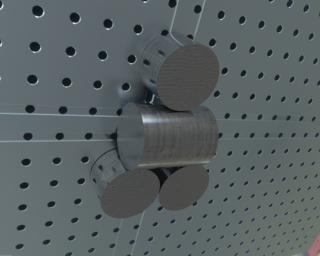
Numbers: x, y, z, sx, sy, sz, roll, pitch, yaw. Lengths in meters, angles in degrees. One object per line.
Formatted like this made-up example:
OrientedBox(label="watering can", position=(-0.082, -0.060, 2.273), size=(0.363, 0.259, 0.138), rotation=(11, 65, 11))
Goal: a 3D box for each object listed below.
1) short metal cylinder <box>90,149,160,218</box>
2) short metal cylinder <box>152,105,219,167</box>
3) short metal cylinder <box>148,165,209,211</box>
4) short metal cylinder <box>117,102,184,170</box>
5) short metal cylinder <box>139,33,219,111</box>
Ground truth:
OrientedBox(label="short metal cylinder", position=(-0.047, 0.073, 0.415), size=(0.081, 0.050, 0.079), rotation=(-14, 125, -21))
OrientedBox(label="short metal cylinder", position=(0.030, 0.009, 0.400), size=(0.050, 0.080, 0.079), rotation=(0, 118, -29))
OrientedBox(label="short metal cylinder", position=(0.024, 0.073, 0.454), size=(0.081, 0.050, 0.079), rotation=(-14, 125, -21))
OrientedBox(label="short metal cylinder", position=(-0.014, 0.010, 0.376), size=(0.050, 0.080, 0.079), rotation=(0, 118, -29))
OrientedBox(label="short metal cylinder", position=(0.022, -0.067, 0.367), size=(0.081, 0.050, 0.079), rotation=(-14, 125, -21))
